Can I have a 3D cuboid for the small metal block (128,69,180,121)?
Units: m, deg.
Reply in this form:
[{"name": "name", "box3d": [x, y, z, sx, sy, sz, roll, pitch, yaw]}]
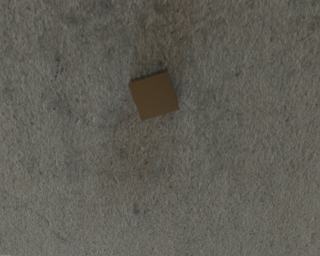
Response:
[{"name": "small metal block", "box3d": [-0.007, -0.043, 0.394, 0.050, 0.025, 0.050, -17, 109, 6]}]
